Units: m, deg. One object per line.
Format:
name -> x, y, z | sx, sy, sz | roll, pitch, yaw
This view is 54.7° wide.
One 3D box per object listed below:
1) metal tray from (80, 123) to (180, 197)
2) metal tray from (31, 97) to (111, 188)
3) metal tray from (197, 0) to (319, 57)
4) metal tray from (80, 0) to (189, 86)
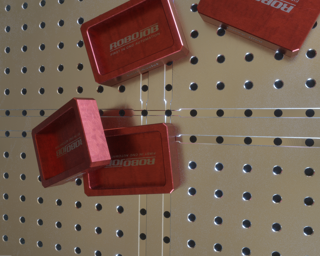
metal tray -> -0.043, 0.044, 0.423 | 0.130, 0.030, 0.089 | -6, 88, 19
metal tray -> -0.126, 0.023, 0.423 | 0.130, 0.030, 0.090 | -26, 75, 40
metal tray -> 0.122, -0.152, 0.367 | 0.130, 0.030, 0.090 | 29, 99, 17
metal tray -> -0.037, -0.121, 0.421 | 0.130, 0.030, 0.090 | -19, 84, 18
